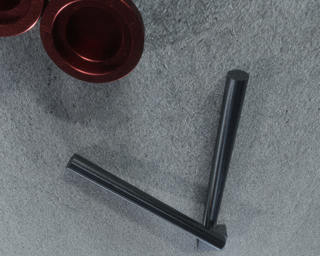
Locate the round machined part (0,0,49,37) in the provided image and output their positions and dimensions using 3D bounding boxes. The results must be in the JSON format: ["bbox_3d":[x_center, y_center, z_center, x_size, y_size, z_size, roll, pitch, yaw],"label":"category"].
[{"bbox_3d":[-0.148,-0.137,0.278,0.099,0.042,0.097,0,130,0],"label":"round machined part"}]

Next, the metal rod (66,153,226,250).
[{"bbox_3d":[-0.011,0.125,0.497,0.301,0.025,0.025,34,123,-20],"label":"metal rod"}]

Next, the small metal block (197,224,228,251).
[{"bbox_3d":[0.097,0.207,0.585,0.050,0.025,0.050,0,130,0],"label":"small metal block"}]

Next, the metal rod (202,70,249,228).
[{"bbox_3d":[0.089,0.053,0.452,0.025,0.025,0.298,0,130,0],"label":"metal rod"}]

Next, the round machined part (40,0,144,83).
[{"bbox_3d":[-0.064,-0.098,0.312,0.099,0.042,0.097,0,130,0],"label":"round machined part"}]
